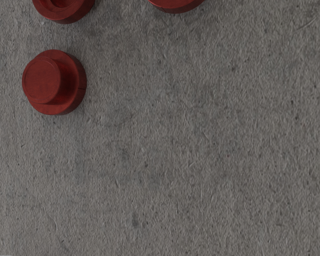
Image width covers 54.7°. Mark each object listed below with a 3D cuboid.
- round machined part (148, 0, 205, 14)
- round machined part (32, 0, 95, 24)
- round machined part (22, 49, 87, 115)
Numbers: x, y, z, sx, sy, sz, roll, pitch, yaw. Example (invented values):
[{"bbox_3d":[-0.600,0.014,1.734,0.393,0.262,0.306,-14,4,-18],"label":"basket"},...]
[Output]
[{"bbox_3d":[0.025,-0.193,0.391,0.098,0.042,0.097,0,90,20],"label":"round machined part"},{"bbox_3d":[-0.132,-0.198,0.447,0.098,0.042,0.097,0,90,20],"label":"round machined part"},{"bbox_3d":[-0.162,-0.068,0.457,0.098,0.042,0.097,0,90,20],"label":"round machined part"}]
